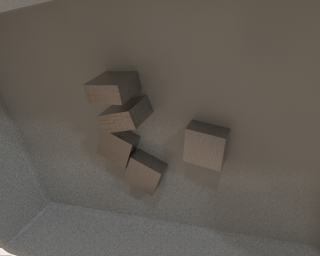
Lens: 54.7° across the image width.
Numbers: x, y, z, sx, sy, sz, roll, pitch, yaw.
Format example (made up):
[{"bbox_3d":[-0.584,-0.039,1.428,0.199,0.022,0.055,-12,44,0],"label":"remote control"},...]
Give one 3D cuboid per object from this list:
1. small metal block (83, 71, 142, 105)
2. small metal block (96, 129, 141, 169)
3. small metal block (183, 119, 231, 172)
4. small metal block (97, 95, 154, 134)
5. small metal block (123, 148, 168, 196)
[{"bbox_3d":[-0.059,-0.051,0.390,0.050,0.050,0.025,5,120,25],"label":"small metal block"},{"bbox_3d":[-0.061,0.025,0.455,0.050,0.025,0.050,28,128,10],"label":"small metal block"},{"bbox_3d":[0.058,0.022,0.391,0.050,0.025,0.050,15,124,19],"label":"small metal block"},{"bbox_3d":[-0.044,-0.018,0.403,0.050,0.050,0.025,-7,115,31],"label":"small metal block"},{"bbox_3d":[-0.022,0.066,0.459,0.050,0.025,0.050,28,128,10],"label":"small metal block"}]
